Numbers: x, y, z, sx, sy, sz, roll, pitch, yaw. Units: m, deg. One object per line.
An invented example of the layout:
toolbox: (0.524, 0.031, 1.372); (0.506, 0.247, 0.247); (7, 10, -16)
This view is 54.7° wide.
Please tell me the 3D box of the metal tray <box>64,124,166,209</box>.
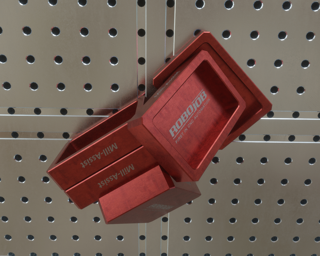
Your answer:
metal tray: (-0.049, 0.039, 0.391); (0.130, 0.090, 0.030); (-31, 108, 10)

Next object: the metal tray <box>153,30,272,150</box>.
metal tray: (0.066, -0.046, 0.394); (0.090, 0.030, 0.130); (-42, 105, 13)

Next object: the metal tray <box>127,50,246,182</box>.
metal tray: (0.036, -0.015, 0.348); (0.090, 0.030, 0.130); (49, 58, -16)

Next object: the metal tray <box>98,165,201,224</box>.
metal tray: (-0.007, 0.089, 0.397); (0.090, 0.130, 0.030); (-31, 66, 11)

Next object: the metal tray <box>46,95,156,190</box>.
metal tray: (-0.067, 0.015, 0.383); (0.130, 0.090, 0.030); (-31, 108, 10)
